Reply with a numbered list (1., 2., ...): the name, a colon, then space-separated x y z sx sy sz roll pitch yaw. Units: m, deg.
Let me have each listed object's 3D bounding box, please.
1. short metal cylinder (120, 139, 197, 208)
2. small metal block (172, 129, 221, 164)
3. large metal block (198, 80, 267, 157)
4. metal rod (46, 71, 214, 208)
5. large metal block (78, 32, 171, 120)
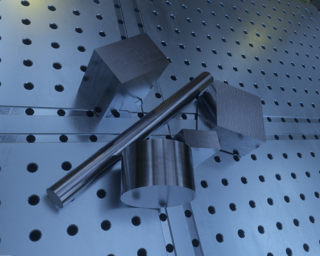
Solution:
1. short metal cylinder: -0.002 0.052 0.340 0.081 0.080 0.050 11 57 -23
2. small metal block: 0.041 0.025 0.401 0.050 0.050 0.025 5 60 -26
3. large metal block: 0.103 -0.013 0.455 0.081 0.050 0.080 18 55 -18
4. metal rod: -0.015 -0.005 0.404 0.025 0.025 0.302 47 51 4
5. large metal block: -0.046 -0.065 0.390 0.081 0.080 0.050 -32 80 -38
